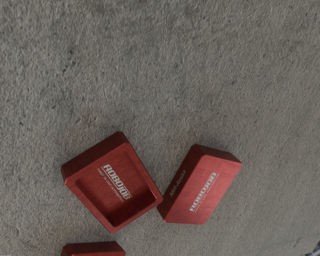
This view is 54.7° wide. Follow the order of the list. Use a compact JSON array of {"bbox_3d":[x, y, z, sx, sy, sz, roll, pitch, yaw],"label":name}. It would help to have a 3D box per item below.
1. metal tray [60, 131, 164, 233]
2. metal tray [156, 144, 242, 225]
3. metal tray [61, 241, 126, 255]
[{"bbox_3d":[-0.059,0.077,0.418,0.090,0.030,0.130,-32,129,-7],"label":"metal tray"},{"bbox_3d":[0.063,0.094,0.496,0.091,0.030,0.129,16,110,-35],"label":"metal tray"},{"bbox_3d":[-0.111,0.239,0.463,0.091,0.030,0.129,12,94,-36],"label":"metal tray"}]
